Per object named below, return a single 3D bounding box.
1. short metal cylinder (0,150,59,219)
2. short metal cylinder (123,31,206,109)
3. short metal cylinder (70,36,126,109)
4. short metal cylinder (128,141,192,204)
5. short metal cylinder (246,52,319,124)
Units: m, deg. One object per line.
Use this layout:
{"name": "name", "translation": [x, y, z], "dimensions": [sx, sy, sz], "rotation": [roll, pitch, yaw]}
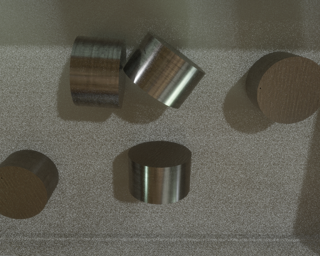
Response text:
{"name": "short metal cylinder", "translation": [-0.187, 0.076, 0.423], "dimensions": [0.081, 0.050, 0.079], "rotation": [0, 110, -1]}
{"name": "short metal cylinder", "translation": [0.005, -0.067, 0.358], "dimensions": [0.080, 0.080, 0.050], "rotation": [33, 107, -12]}
{"name": "short metal cylinder", "translation": [-0.068, -0.063, 0.358], "dimensions": [0.050, 0.080, 0.079], "rotation": [4, 110, -2]}
{"name": "short metal cylinder", "translation": [-0.001, 0.055, 0.402], "dimensions": [0.081, 0.080, 0.050], "rotation": [1, 110, -1]}
{"name": "short metal cylinder", "translation": [0.152, -0.051, 0.381], "dimensions": [0.081, 0.050, 0.079], "rotation": [0, 110, -1]}
